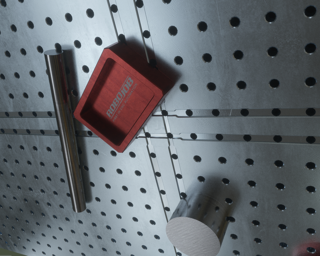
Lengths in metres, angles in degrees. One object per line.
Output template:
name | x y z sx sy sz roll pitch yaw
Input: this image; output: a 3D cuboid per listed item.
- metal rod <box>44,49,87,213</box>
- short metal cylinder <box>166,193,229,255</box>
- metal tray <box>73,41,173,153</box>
metal rod | -0.147 0.023 0.500 0.025 0.025 0.298 14 124 20
short metal cylinder | 0.055 0.143 0.453 0.080 0.050 0.079 13 124 20
metal tray | -0.053 -0.036 0.411 0.090 0.030 0.129 39 129 1
